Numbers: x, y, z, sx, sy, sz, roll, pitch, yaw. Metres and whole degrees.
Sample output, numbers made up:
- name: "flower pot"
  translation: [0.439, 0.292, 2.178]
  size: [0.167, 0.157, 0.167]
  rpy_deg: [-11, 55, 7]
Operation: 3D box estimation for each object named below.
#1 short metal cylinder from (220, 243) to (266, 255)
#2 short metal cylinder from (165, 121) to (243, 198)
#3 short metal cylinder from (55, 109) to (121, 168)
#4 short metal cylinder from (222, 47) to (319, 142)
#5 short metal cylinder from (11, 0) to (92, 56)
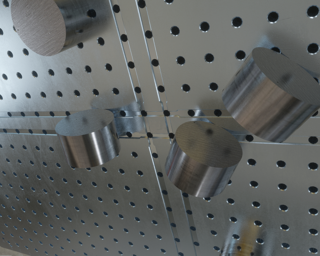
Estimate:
- name: "short metal cylinder"
  translation: [0.124, 0.222, 0.467]
  size: [0.080, 0.050, 0.079]
  rpy_deg: [13, 124, 21]
- name: "short metal cylinder"
  translation: [0.051, 0.036, 0.371]
  size: [0.080, 0.080, 0.050]
  rpy_deg: [26, 128, 12]
- name: "short metal cylinder"
  translation: [-0.100, 0.013, 0.436]
  size: [0.080, 0.080, 0.050]
  rpy_deg: [6, 121, 25]
- name: "short metal cylinder"
  translation: [0.108, -0.033, 0.299]
  size: [0.080, 0.080, 0.050]
  rpy_deg: [36, 129, 4]
- name: "short metal cylinder"
  translation: [-0.133, -0.135, 0.382]
  size: [0.080, 0.050, 0.079]
  rpy_deg: [13, 124, 21]
